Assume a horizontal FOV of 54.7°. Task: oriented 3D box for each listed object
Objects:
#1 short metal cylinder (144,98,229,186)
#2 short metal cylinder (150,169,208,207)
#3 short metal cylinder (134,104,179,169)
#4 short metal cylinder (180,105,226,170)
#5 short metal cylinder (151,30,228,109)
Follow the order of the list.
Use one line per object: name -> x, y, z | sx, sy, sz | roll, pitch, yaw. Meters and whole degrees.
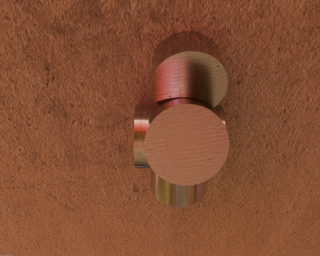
short metal cylinder -> 0.025, 0.012, 0.316 | 0.081, 0.050, 0.079 | 0, 102, -1
short metal cylinder -> 0.027, 0.060, 0.425 | 0.081, 0.080, 0.050 | 0, 130, -1
short metal cylinder -> -0.004, 0.010, 0.382 | 0.050, 0.080, 0.079 | 0, 130, -1
short metal cylinder -> 0.048, 0.011, 0.382 | 0.050, 0.080, 0.079 | 1, 130, 0
short metal cylinder -> 0.031, -0.060, 0.343 | 0.081, 0.050, 0.079 | 0, 130, 0
